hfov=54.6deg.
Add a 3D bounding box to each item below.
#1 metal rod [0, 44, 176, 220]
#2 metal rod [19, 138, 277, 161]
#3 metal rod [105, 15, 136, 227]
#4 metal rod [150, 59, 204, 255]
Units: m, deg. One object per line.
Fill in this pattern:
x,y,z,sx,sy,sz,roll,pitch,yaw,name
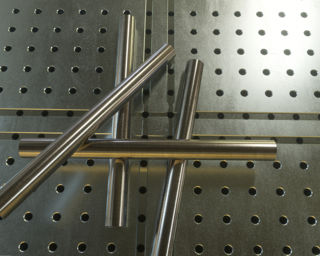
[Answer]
-0.073,-0.017,0.375,0.025,0.025,0.301,34,58,12,metal rod
-0.014,0.026,0.374,0.302,0.025,0.025,1,70,0,metal rod
-0.051,-0.023,0.420,0.025,0.025,0.299,1,70,0,metal rod
0.022,0.046,0.395,0.025,0.025,0.299,10,70,4,metal rod
